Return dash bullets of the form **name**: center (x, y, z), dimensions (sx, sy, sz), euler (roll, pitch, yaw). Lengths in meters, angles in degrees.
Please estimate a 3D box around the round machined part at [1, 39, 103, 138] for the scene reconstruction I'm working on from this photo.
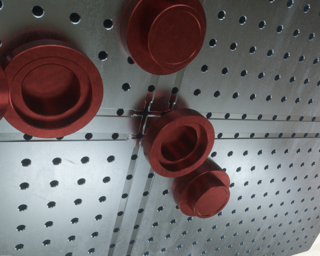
- **round machined part**: center (-0.111, -0.041, 0.314), dimensions (0.099, 0.042, 0.097), euler (-14, 125, -21)

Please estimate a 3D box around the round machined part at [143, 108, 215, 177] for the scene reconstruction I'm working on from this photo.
- **round machined part**: center (0.022, 0.016, 0.424), dimensions (0.099, 0.042, 0.097), euler (-14, 125, -21)

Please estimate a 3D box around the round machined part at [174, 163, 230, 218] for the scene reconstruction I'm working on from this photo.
- **round machined part**: center (0.076, 0.110, 0.512), dimensions (0.099, 0.042, 0.097), euler (-14, 125, -21)

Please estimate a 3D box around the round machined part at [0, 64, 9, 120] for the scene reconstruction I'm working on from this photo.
- **round machined part**: center (-0.169, -0.032, 0.263), dimensions (0.042, 0.098, 0.097), euler (-20, 135, -60)

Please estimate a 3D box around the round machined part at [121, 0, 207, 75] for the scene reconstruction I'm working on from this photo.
- **round machined part**: center (0.010, -0.104, 0.342), dimensions (0.099, 0.042, 0.097), euler (-14, 125, -21)
